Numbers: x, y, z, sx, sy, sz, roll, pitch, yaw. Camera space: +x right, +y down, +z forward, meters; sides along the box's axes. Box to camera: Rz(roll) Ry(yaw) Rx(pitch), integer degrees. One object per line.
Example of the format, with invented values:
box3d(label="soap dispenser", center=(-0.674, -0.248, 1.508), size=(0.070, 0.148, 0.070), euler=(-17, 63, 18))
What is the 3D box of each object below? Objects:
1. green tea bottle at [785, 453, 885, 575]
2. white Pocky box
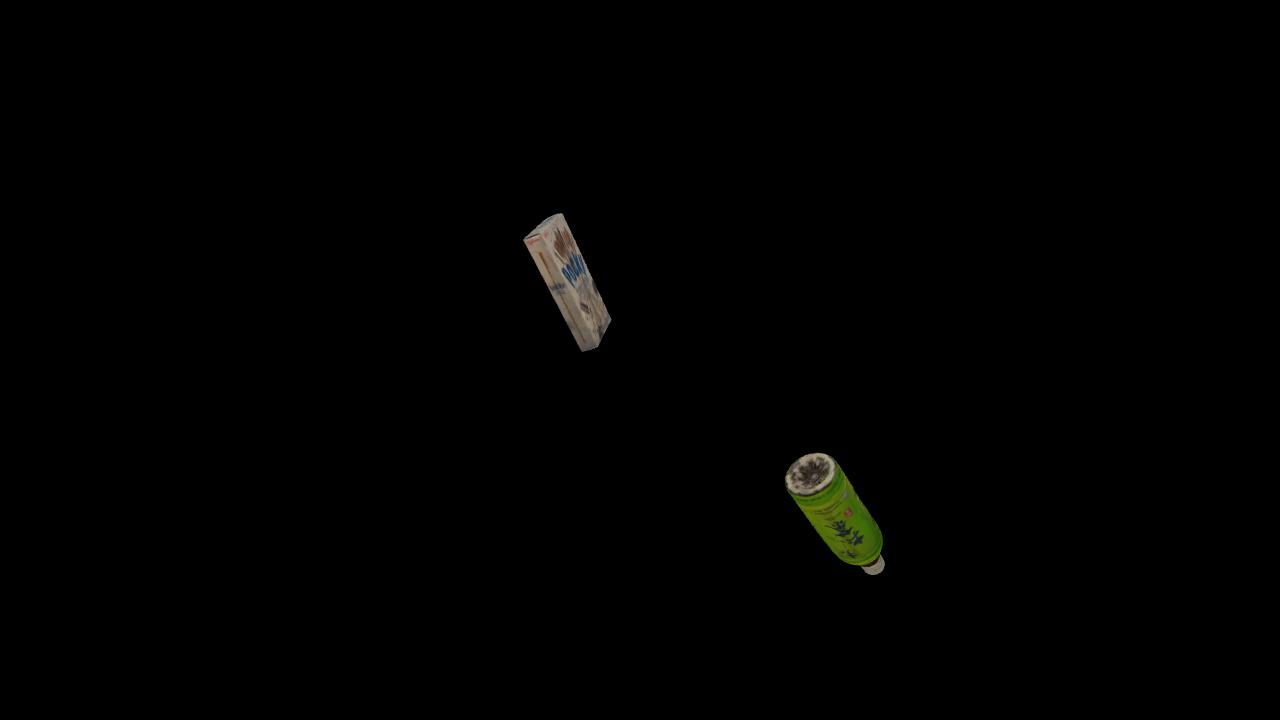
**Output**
box3d(label="green tea bottle", center=(0.263, 0.209, 0.796), size=(0.073, 0.073, 0.212), euler=(0, -43, 48))
box3d(label="white Pocky box", center=(-0.084, -0.094, 0.751), size=(0.028, 0.154, 0.084), euler=(-16, 24, 20))
